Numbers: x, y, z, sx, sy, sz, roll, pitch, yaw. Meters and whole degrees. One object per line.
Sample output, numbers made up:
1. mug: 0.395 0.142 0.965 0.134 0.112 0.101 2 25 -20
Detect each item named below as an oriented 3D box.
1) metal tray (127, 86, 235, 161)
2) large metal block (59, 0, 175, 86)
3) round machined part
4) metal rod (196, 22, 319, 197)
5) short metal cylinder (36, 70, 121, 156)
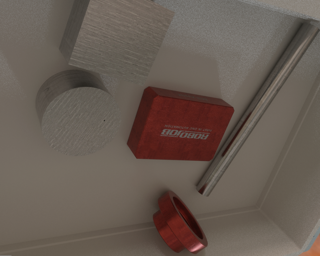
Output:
1. metal tray: 0.030 -0.001 0.423 0.131 0.030 0.089 6 116 -31
2. large metal block: -0.045 -0.097 0.309 0.081 0.050 0.079 12 112 -34
3. round machined part: 0.026 0.147 0.469 0.042 0.098 0.098 -37 130 5
4. metal rod: 0.143 -0.019 0.477 0.025 0.025 0.298 19 108 -36
5. short metal cylinder: -0.089 -0.017 0.335 0.081 0.050 0.079 -14 125 -21
